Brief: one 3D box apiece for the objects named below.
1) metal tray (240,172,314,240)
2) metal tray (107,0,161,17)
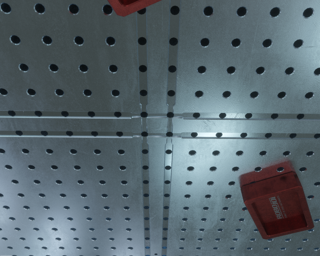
[{"bbox_3d":[0.200,0.136,0.524,0.090,0.030,0.130,-21,127,16],"label":"metal tray"},{"bbox_3d":[-0.024,-0.161,0.245,0.090,0.030,0.130,-18,146,15],"label":"metal tray"}]
